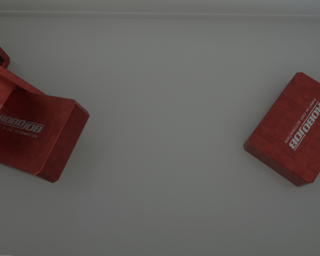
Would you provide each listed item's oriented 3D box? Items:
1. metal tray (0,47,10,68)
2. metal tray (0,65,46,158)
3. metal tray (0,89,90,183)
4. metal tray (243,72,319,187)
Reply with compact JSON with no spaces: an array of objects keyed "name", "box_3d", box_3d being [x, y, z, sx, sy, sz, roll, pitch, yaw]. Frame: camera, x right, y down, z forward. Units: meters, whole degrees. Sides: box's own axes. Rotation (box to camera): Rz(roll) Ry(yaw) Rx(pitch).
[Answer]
[{"name":"metal tray","box_3d":[-0.253,-0.062,0.395,0.030,0.090,0.130,16,71,7]},{"name":"metal tray","box_3d":[-0.202,-0.026,0.367,0.030,0.130,0.090,3,64,44]},{"name":"metal tray","box_3d":[-0.157,0.004,0.366,0.130,0.030,0.090,11,68,28]},{"name":"metal tray","box_3d":[0.184,-0.001,0.408,0.090,0.030,0.130,36,74,12]}]
